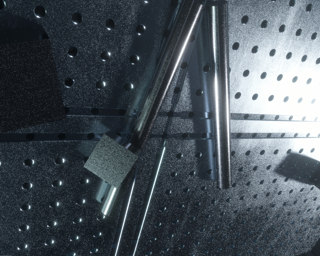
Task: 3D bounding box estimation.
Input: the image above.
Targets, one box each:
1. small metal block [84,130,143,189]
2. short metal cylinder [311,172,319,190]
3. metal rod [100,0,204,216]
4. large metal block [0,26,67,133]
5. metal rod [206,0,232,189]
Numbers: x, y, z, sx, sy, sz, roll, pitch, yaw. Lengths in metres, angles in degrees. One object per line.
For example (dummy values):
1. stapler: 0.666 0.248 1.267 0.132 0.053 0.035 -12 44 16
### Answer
1. small metal block: -0.058 0.039 0.387 0.050 0.025 0.050 34 102 2
2. short metal cylinder: 0.371 0.122 0.654 0.080 0.080 0.050 28 103 -38
3. metal rod: -0.018 -0.011 0.394 0.025 0.025 0.298 10 113 -33
4. large metal block: -0.140 -0.045 0.290 0.081 0.050 0.079 -15 125 -20
5. metal rod: 0.088 -0.025 0.443 0.025 0.025 0.298 -22 127 -15
